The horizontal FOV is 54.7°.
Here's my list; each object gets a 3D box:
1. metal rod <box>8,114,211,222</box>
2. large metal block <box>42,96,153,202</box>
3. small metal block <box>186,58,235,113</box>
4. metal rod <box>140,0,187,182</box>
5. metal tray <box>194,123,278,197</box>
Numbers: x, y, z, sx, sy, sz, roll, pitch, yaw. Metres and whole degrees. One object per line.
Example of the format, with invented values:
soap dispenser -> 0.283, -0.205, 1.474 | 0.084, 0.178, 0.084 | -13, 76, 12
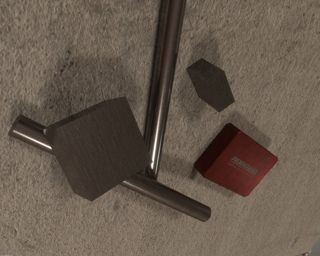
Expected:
metal rod -> -0.041, 0.064, 0.399 | 0.301, 0.025, 0.025 | 32, 101, -31
large metal block -> -0.066, 0.020, 0.336 | 0.081, 0.050, 0.080 | -30, 106, -32
small metal block -> 0.064, -0.055, 0.394 | 0.025, 0.050, 0.050 | -36, 129, -5
metal rod -> 0.001, -0.037, 0.385 | 0.025, 0.025, 0.298 | -6, 121, -26
metal tray -> 0.129, 0.057, 0.512 | 0.131, 0.030, 0.090 | 30, 102, -38
